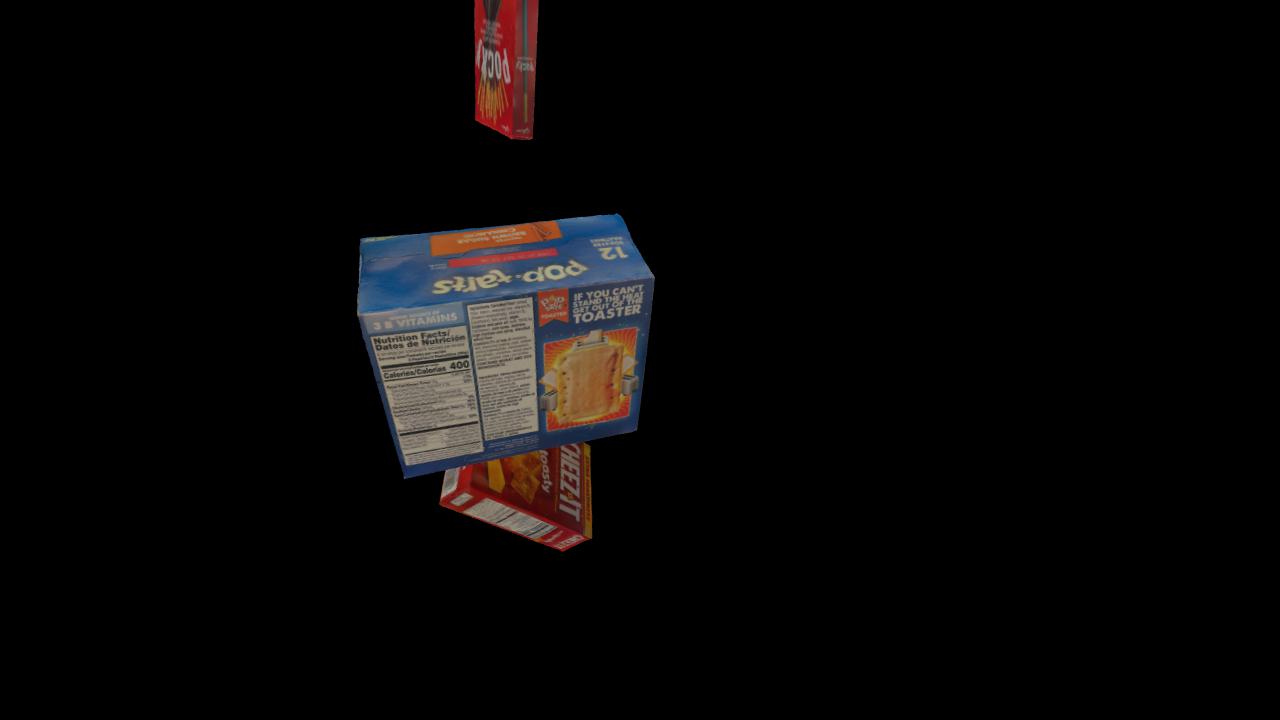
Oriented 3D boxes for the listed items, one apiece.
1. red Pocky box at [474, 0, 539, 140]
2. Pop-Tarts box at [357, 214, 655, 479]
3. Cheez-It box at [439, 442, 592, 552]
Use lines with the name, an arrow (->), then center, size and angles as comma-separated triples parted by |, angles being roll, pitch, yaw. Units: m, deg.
red Pocky box -> -0.131, -0.300, 0.593 | 0.028, 0.155, 0.083 | -17, 39, -37
Pop-Tarts box -> -0.086, -0.011, 0.413 | 0.167, 0.141, 0.083 | -10, 44, -17
Cheez-It box -> -0.167, 0.161, 0.886 | 0.071, 0.166, 0.223 | -31, -48, 27
